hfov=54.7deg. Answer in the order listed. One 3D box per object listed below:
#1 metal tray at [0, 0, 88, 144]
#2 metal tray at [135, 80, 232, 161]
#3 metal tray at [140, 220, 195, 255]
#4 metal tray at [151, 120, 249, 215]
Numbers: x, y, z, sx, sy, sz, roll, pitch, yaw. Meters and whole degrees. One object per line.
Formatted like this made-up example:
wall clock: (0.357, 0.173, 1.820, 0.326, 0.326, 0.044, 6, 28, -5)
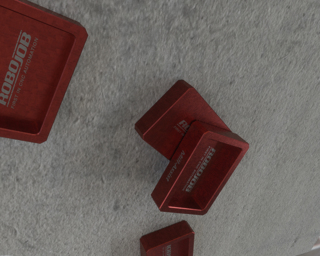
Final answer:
metal tray: (-0.136, -0.053, 0.296, 0.091, 0.030, 0.129, 15, 111, -35)
metal tray: (0.039, 0.006, 0.431, 0.090, 0.030, 0.130, -46, 130, 3)
metal tray: (0.013, 0.234, 0.557, 0.091, 0.030, 0.129, -14, 125, -21)
metal tray: (0.056, 0.061, 0.433, 0.091, 0.030, 0.129, 17, 110, -35)
